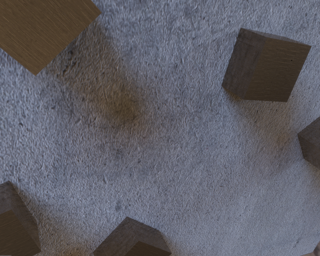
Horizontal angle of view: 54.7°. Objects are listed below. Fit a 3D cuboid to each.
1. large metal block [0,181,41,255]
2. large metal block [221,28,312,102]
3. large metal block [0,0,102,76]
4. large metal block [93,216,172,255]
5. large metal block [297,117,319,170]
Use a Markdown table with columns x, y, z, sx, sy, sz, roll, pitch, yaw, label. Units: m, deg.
| x | y | z | sx | sy | sz | roll | pitch | yaw | label |
| --- | --- | --- | --- | --- | --- | --- | --- | --- | --- |
| -0.196 | 0.120 | 0.358 | 0.081 | 0.050 | 0.080 | -23 | 127 | -15 | large metal block |
| 0.141 | -0.083 | 0.416 | 0.081 | 0.050 | 0.079 | 0 | 118 | -29 | large metal block |
| -0.112 | -0.106 | 0.263 | 0.080 | 0.050 | 0.080 | -43 | 129 | 2 | large metal block |
| -0.043 | 0.197 | 0.489 | 0.080 | 0.050 | 0.080 | -47 | 129 | 5 | large metal block |
| 0.312 | 0.024 | 0.575 | 0.080 | 0.050 | 0.080 | -37 | 129 | -3 | large metal block |
